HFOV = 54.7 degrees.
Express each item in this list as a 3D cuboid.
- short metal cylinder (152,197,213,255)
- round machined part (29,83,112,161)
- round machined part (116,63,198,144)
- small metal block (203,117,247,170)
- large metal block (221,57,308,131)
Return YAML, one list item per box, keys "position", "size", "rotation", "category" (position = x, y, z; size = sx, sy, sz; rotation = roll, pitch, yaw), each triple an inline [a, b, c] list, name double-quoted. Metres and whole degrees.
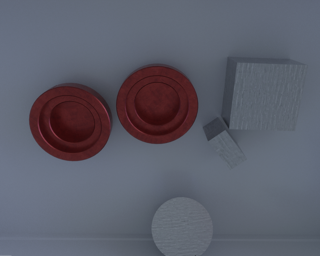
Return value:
- position: [0.029, 0.139, 0.429]
  size: [0.081, 0.050, 0.080]
  rotation: [0, 70, -1]
  category: "short metal cylinder"
- position: [-0.110, -0.010, 0.397]
  size: [0.099, 0.042, 0.097]
  rotation: [0, 110, -1]
  category: "round machined part"
- position: [-0.003, -0.033, 0.390]
  size: [0.099, 0.042, 0.097]
  rotation: [0, 110, -1]
  category: "round machined part"
- position: [0.084, 0.019, 0.406]
  size: [0.025, 0.050, 0.050]
  rotation: [-36, 107, 12]
  category: "small metal block"
- position: [0.125, -0.043, 0.384]
  size: [0.081, 0.050, 0.079]
  rotation: [2, 110, -1]
  category: "large metal block"
